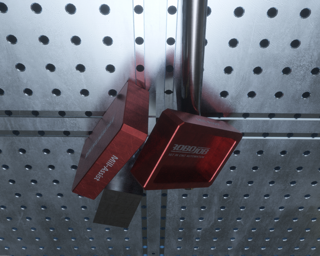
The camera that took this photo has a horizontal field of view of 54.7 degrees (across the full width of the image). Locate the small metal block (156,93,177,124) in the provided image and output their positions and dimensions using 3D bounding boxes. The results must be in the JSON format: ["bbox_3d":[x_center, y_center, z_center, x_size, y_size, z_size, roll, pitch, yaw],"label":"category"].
[{"bbox_3d":[0.008,-0.009,0.388,0.025,0.050,0.050,0,130,0],"label":"small metal block"}]

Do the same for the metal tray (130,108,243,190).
[{"bbox_3d":[0.037,0.030,0.379,0.131,0.030,0.089,9,116,-46],"label":"metal tray"}]

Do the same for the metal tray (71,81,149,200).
[{"bbox_3d":[-0.061,0.017,0.382,0.030,0.090,0.129,27,125,-21],"label":"metal tray"}]

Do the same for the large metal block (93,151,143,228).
[{"bbox_3d":[-0.058,0.084,0.447,0.050,0.080,0.079,14,129,-12],"label":"large metal block"}]

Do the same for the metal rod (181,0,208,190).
[{"bbox_3d":[0.039,-0.025,0.390,0.025,0.025,0.298,-2,130,1],"label":"metal rod"}]
